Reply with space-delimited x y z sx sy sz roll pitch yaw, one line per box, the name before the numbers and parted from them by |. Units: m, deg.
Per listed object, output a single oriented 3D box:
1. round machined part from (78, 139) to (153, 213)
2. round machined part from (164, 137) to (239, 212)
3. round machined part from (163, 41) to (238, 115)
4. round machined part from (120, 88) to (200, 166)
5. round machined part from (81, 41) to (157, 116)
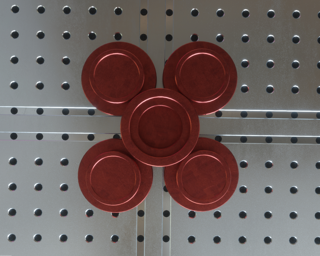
round machined part | -0.058 0.063 0.405 0.099 0.042 0.097 0 90 -1
round machined part | 0.055 0.061 0.405 0.099 0.042 0.097 0 90 -1
round machined part | 0.053 -0.065 0.405 0.099 0.042 0.097 0 90 -1
round machined part | 0.000 -0.001 0.403 0.099 0.042 0.097 0 90 -1
round machined part | -0.054 -0.064 0.403 0.099 0.042 0.097 0 90 -1
